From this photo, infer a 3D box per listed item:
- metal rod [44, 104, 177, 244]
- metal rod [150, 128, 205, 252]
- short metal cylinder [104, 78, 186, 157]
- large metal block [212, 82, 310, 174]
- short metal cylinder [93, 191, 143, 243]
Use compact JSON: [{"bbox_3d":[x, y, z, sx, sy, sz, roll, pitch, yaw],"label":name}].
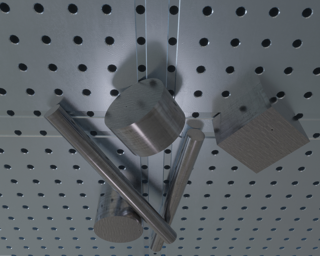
[{"bbox_3d":[-0.059,0.084,0.464,0.025,0.025,0.300,-25,121,19],"label":"metal rod"},{"bbox_3d":[0.021,0.120,0.514,0.025,0.025,0.298,8,130,-7],"label":"metal rod"},{"bbox_3d":[-0.017,-0.013,0.365,0.080,0.080,0.050,-25,126,19],"label":"short metal cylinder"},{"bbox_3d":[0.127,0.003,0.399,0.080,0.050,0.080,35,122,-26],"label":"large metal block"},{"bbox_3d":[-0.068,0.150,0.523,0.081,0.050,0.079,0,130,0],"label":"short metal cylinder"}]
